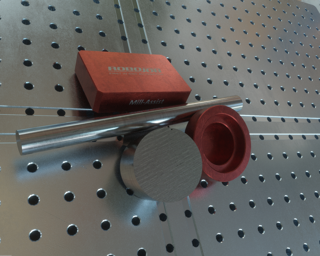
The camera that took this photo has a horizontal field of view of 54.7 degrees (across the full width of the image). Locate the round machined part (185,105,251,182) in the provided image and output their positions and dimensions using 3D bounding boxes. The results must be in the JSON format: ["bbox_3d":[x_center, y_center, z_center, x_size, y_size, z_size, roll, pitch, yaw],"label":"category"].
[{"bbox_3d":[0.070,0.021,0.409,0.099,0.042,0.097,5,81,-32],"label":"round machined part"}]

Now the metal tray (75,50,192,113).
[{"bbox_3d":[-0.035,-0.063,0.408,0.131,0.030,0.090,-5,46,-31],"label":"metal tray"}]

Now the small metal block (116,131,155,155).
[{"bbox_3d":[-0.025,0.012,0.399,0.050,0.025,0.050,17,55,-19],"label":"small metal block"}]

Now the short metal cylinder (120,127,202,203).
[{"bbox_3d":[0.000,0.043,0.352,0.081,0.050,0.080,4,79,-22],"label":"short metal cylinder"}]

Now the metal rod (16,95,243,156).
[{"bbox_3d":[-0.010,-0.011,0.378,0.303,0.025,0.025,-12,68,-33],"label":"metal rod"}]
